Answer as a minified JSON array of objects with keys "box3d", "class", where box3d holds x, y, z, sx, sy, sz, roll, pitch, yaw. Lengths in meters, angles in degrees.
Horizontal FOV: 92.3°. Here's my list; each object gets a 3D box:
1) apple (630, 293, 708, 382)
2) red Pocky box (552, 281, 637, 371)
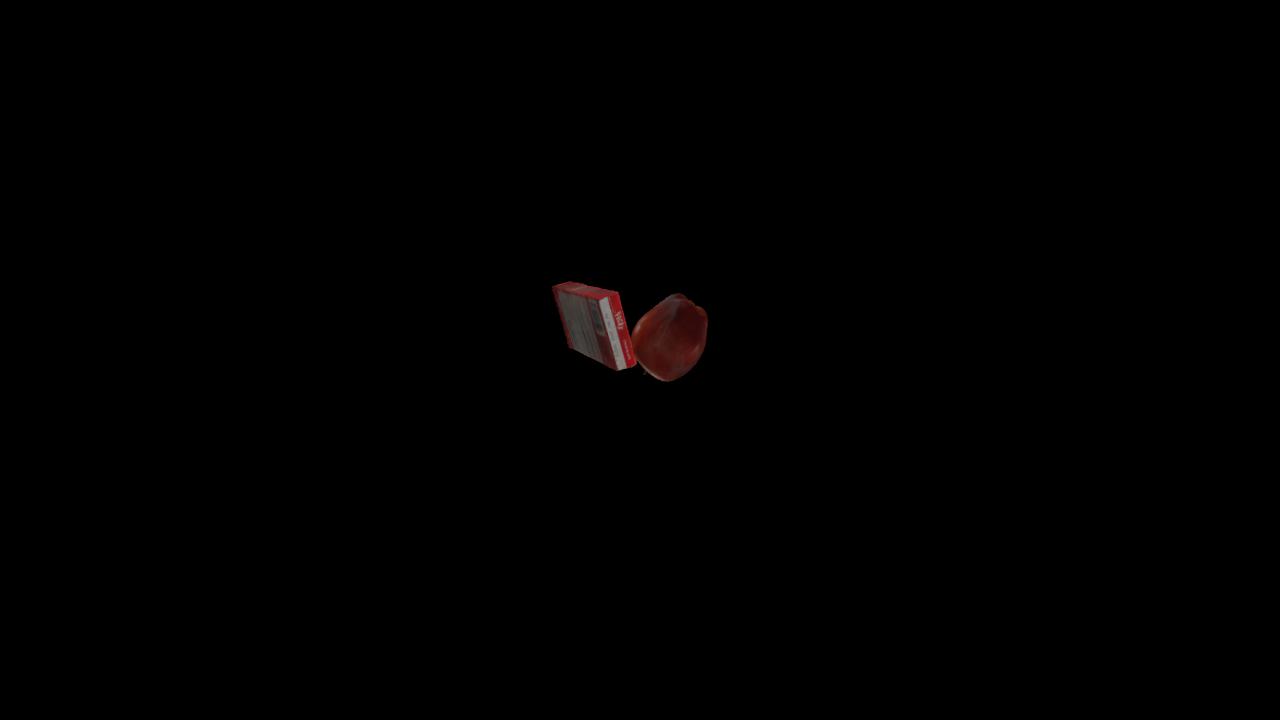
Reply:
[{"box3d":[0.032,-0.021,0.653,0.079,0.093,0.079,35,10,-7],"class":"apple"},{"box3d":[-0.055,-0.043,0.698,0.028,0.083,0.155,-22,20,-21],"class":"red Pocky box"}]
